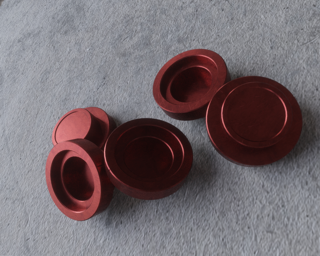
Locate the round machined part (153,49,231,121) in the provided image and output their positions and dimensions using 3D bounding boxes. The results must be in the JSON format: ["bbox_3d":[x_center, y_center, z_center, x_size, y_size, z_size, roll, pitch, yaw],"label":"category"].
[{"bbox_3d":[0.044,-0.051,0.402,0.098,0.042,0.098,-13,56,21],"label":"round machined part"}]

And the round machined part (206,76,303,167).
[{"bbox_3d":[0.098,-0.010,0.324,0.098,0.042,0.098,-2,77,7],"label":"round machined part"}]

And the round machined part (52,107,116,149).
[{"bbox_3d":[-0.115,0.010,0.447,0.098,0.042,0.098,-13,56,21],"label":"round machined part"}]

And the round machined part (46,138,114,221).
[{"bbox_3d":[-0.093,0.061,0.385,0.098,0.042,0.097,6,100,33],"label":"round machined part"}]

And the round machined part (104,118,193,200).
[{"bbox_3d":[-0.014,0.039,0.358,0.099,0.042,0.098,4,51,-5],"label":"round machined part"}]
